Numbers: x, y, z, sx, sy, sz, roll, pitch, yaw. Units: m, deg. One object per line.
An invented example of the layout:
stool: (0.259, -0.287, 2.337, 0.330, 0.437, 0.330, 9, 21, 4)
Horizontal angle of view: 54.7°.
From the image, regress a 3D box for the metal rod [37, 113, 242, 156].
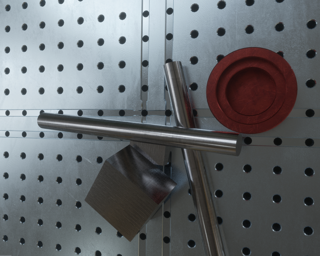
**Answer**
metal rod: (-0.047, 0.003, 0.402, 0.300, 0.025, 0.025, 6, 92, 29)

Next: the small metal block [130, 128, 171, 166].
small metal block: (-0.012, 0.021, 0.416, 0.050, 0.025, 0.050, 7, 92, 19)

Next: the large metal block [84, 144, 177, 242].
large metal block: (-0.038, 0.082, 0.396, 0.080, 0.050, 0.079, 39, 123, 11)

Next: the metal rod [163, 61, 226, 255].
metal rod: (0.048, 0.062, 0.395, 0.025, 0.025, 0.298, -14, 85, 19)

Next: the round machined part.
round machined part: (0.107, -0.042, 0.366, 0.098, 0.042, 0.097, 0, 90, 19)
